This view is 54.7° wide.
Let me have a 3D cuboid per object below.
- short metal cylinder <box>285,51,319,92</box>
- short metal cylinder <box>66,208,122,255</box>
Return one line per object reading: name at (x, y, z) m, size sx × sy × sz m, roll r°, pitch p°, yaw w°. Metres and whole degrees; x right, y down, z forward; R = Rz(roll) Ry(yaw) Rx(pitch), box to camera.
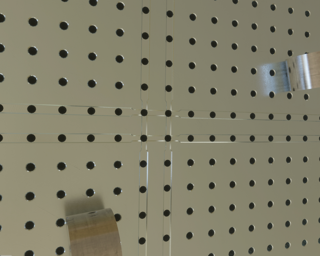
short metal cylinder at (0.237, -0.087, 0.470) m, size 0.081 × 0.080 × 0.050 m, roll -12°, pitch 94°, yaw -20°
short metal cylinder at (-0.077, 0.137, 0.355) m, size 0.050 × 0.080 × 0.079 m, roll -6°, pitch 92°, yaw -20°
